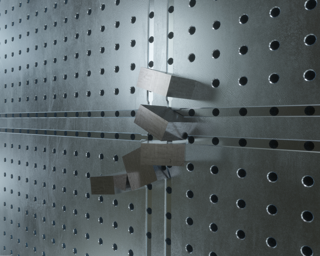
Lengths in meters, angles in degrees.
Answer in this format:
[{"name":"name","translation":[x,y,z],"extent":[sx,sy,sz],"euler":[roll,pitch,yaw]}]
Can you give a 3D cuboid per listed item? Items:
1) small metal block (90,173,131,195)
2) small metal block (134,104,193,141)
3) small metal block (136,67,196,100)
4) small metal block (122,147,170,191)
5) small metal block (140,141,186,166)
[{"name":"small metal block","translation":[-0.064,0.079,0.447],"extent":[0.050,0.050,0.025],"euler":[-10,84,40]},{"name":"small metal block","translation":[0.005,-0.007,0.390],"extent":[0.050,0.050,0.025],"euler":[33,111,35]},{"name":"small metal block","translation":[0.008,-0.056,0.388],"extent":[0.050,0.050,0.025],"euler":[24,105,37]},{"name":"small metal block","translation":[-0.020,0.054,0.428],"extent":[0.050,0.025,0.050],"euler":[-29,72,36]},{"name":"small metal block","translation":[0.006,0.030,0.377],"extent":[0.050,0.050,0.025],"euler":[1,91,7]}]
